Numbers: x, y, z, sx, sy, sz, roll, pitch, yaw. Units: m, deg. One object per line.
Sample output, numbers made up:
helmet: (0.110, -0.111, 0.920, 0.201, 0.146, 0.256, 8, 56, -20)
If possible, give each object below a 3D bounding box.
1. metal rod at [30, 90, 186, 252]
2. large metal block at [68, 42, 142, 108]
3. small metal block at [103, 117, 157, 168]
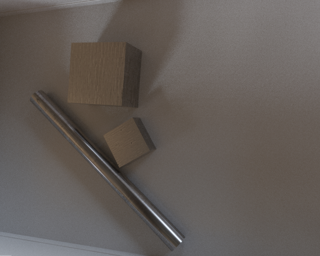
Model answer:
metal rod: (-0.082, 0.051, 0.438, 0.300, 0.025, 0.025, 43, 103, 14)
large metal block: (-0.074, -0.071, 0.422, 0.080, 0.050, 0.079, 5, 92, 19)
small metal block: (-0.041, 0.020, 0.424, 0.050, 0.025, 0.050, -31, 80, 17)
